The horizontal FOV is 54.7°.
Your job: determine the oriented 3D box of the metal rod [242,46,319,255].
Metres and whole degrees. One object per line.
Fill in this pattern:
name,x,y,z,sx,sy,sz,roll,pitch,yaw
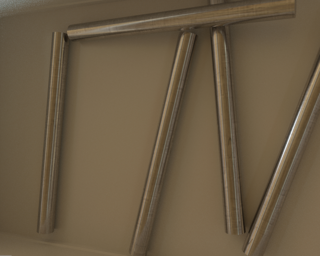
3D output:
metal rod,0.158,0.010,0.354,0.025,0.025,0.298,21,97,19

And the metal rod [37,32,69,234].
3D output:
metal rod,-0.161,0.008,0.467,0.025,0.025,0.298,6,92,20

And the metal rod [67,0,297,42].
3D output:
metal rod,0.006,-0.133,0.388,0.300,0.025,0.025,3,91,27

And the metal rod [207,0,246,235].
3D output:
metal rod,0.081,-0.023,0.381,0.025,0.025,0.298,-5,88,20

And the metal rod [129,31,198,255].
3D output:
metal rod,0.003,0.025,0.409,0.025,0.025,0.298,15,95,19
